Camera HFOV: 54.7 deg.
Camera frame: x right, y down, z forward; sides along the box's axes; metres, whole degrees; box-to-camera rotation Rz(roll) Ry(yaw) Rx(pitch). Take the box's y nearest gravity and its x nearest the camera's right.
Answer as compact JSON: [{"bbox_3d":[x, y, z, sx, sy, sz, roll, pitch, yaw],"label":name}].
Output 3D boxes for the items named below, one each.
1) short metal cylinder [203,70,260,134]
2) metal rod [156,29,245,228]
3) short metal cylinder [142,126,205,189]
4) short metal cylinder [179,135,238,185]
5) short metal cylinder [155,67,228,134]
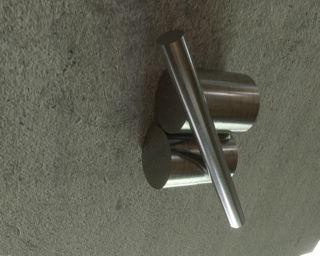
[{"bbox_3d":[0.079,-0.032,0.396,0.050,0.080,0.079,1,118,-29],"label":"short metal cylinder"},{"bbox_3d":[0.060,0.028,0.355,0.025,0.025,0.299,-32,129,-8],"label":"metal rod"},{"bbox_3d":[0.016,0.038,0.405,0.050,0.080,0.079,1,118,-29],"label":"short metal cylinder"},{"bbox_3d":[0.061,0.037,0.429,0.050,0.080,0.079,1,118,-29],"label":"short metal cylinder"},{"bbox_3d":[0.035,-0.033,0.372,0.050,0.080,0.079,1,118,-29],"label":"short metal cylinder"}]
